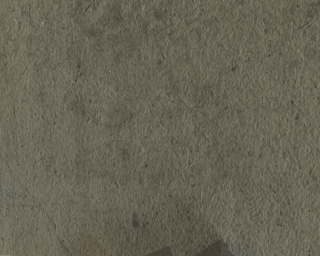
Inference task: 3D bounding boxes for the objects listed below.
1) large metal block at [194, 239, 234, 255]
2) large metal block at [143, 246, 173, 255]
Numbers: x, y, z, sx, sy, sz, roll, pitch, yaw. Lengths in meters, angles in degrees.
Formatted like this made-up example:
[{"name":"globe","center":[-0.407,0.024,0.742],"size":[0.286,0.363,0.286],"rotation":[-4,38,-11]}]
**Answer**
[{"name":"large metal block","center":[0.072,0.184,0.351],"size":[0.050,0.080,0.080],"rotation":[-35,79,8]},{"name":"large metal block","center":[-0.011,0.198,0.363],"size":[0.080,0.080,0.050],"rotation":[-19,111,-6]}]
